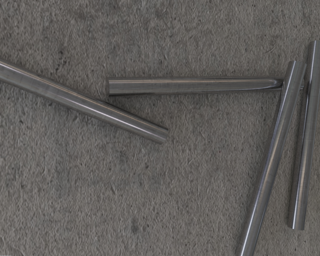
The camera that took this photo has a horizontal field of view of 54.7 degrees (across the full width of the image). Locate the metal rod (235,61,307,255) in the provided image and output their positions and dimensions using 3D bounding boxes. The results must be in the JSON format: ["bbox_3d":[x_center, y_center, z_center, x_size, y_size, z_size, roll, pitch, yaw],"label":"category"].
[{"bbox_3d":[0.161,0.050,0.453,0.025,0.025,0.298,15,91,-20],"label":"metal rod"}]

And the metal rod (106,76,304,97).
[{"bbox_3d":[0.077,-0.061,0.436,0.303,0.025,0.025,-4,92,-20],"label":"metal rod"}]

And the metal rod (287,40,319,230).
[{"bbox_3d":[0.235,0.010,0.495,0.025,0.025,0.298,9,87,-20],"label":"metal rod"}]

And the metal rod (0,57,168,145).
[{"bbox_3d":[-0.127,-0.044,0.361,0.302,0.025,0.025,23,83,-19],"label":"metal rod"}]
